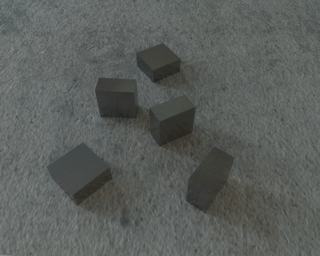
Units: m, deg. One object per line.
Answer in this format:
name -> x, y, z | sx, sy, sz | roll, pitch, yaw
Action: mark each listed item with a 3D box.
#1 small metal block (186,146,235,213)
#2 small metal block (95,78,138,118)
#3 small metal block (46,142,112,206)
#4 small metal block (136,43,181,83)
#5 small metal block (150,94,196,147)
small metal block -> 0.054, 0.057, 0.340 | 0.025, 0.050, 0.050 | 30, 56, 22
small metal block -> -0.057, -0.040, 0.420 | 0.050, 0.050, 0.025 | 3, 50, 2
small metal block -> -0.092, 0.052, 0.358 | 0.050, 0.025, 0.050 | 37, 59, 27
small metal block -> -0.003, -0.104, 0.491 | 0.050, 0.025, 0.050 | -26, 55, -21
small metal block -> 0.015, -0.009, 0.395 | 0.050, 0.050, 0.025 | -23, 54, -18
